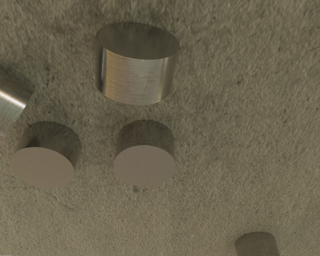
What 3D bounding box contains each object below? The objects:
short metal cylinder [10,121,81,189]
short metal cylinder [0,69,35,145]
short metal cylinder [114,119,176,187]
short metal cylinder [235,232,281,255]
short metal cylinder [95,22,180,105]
[{"bbox_3d":[-0.152,0.037,0.420,0.081,0.050,0.079,0,130,0],"label":"short metal cylinder"},{"bbox_3d":[-0.186,-0.024,0.348,0.050,0.080,0.080,33,123,-25],"label":"short metal cylinder"},{"bbox_3d":[-0.020,0.035,0.420,0.081,0.050,0.079,0,130,0],"label":"short metal cylinder"},{"bbox_3d":[0.191,0.247,0.604,0.081,0.050,0.079,0,130,0],"label":"short metal cylinder"},{"bbox_3d":[-0.024,-0.067,0.314,0.081,0.080,0.050,6,130,-6],"label":"short metal cylinder"}]
